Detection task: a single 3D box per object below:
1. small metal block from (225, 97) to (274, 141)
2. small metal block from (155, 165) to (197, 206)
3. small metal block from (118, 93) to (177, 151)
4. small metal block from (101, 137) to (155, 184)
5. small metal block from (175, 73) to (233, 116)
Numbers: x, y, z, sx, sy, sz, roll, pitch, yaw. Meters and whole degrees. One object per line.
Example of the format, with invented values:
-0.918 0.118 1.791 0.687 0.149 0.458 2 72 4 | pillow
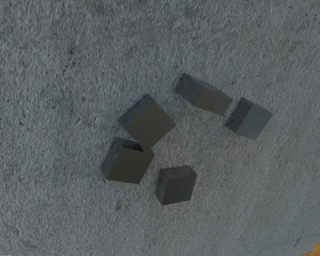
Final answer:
0.136 -0.013 0.473 0.050 0.025 0.050 18 109 -35 | small metal block
0.024 0.087 0.474 0.050 0.025 0.050 -4 120 -27 | small metal block
-0.016 -0.007 0.394 0.050 0.025 0.050 -43 130 1 | small metal block
-0.043 0.044 0.411 0.050 0.025 0.050 16 110 -35 | small metal block
0.055 -0.043 0.394 0.050 0.050 0.025 16 110 -35 | small metal block
